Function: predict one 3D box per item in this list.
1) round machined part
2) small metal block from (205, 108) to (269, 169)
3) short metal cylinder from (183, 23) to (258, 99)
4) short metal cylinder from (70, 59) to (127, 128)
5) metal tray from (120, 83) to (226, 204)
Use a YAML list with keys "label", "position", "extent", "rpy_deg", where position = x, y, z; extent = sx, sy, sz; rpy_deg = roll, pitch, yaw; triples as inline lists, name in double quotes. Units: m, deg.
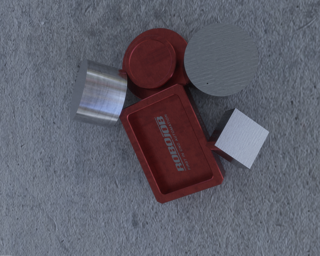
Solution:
- label: "round machined part"
  position: [-0.006, -0.082, 0.404]
  extent: [0.098, 0.042, 0.097]
  rpy_deg: [0, 90, 20]
- label: "small metal block"
  position: [0.090, 0.013, 0.360]
  extent: [0.050, 0.025, 0.050]
  rpy_deg: [34, 77, -10]
- label: "short metal cylinder"
  position: [0.067, -0.075, 0.362]
  extent: [0.080, 0.050, 0.079]
  rpy_deg: [0, 92, 2]
- label: "short metal cylinder"
  position: [-0.081, -0.044, 0.403]
  extent: [0.050, 0.080, 0.080]
  rpy_deg: [13, 96, -24]
- label: "metal tray"
  position: [0.015, 0.020, 0.390]
  extent: [0.090, 0.030, 0.129]
  rpy_deg: [-23, 92, 18]
